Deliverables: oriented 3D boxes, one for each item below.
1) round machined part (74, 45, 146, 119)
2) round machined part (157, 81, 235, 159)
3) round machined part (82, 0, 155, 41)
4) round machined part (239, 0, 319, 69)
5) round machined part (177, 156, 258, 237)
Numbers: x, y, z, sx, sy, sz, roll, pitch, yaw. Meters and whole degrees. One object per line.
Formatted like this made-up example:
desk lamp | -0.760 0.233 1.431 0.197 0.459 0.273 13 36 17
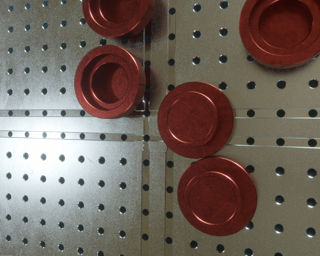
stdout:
round machined part | -0.064 -0.061 0.427 0.098 0.042 0.097 0 90 20
round machined part | 0.042 -0.010 0.389 0.098 0.042 0.097 0 90 20
round machined part | -0.052 -0.167 0.423 0.098 0.042 0.097 0 90 20
round machined part | 0.142 -0.116 0.353 0.098 0.042 0.097 0 90 20
round machined part | 0.068 0.084 0.380 0.098 0.042 0.097 0 90 20
